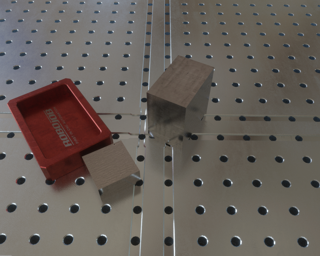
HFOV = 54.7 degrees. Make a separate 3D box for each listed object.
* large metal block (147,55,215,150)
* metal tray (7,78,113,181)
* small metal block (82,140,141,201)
[{"bbox_3d":[0.026,-0.033,0.400,0.050,0.080,0.080,23,54,18],"label":"large metal block"},{"bbox_3d":[-0.131,-0.004,0.405,0.091,0.030,0.130,-28,56,-22],"label":"metal tray"},{"bbox_3d":[-0.057,0.049,0.366,0.050,0.025,0.050,-23,54,-19],"label":"small metal block"}]
